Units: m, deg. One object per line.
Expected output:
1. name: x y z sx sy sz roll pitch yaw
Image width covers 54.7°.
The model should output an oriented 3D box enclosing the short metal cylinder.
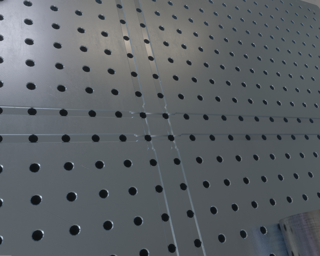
1. short metal cylinder: 0.201 0.137 0.397 0.081 0.080 0.050 6 59 -25
